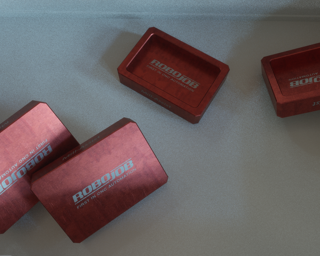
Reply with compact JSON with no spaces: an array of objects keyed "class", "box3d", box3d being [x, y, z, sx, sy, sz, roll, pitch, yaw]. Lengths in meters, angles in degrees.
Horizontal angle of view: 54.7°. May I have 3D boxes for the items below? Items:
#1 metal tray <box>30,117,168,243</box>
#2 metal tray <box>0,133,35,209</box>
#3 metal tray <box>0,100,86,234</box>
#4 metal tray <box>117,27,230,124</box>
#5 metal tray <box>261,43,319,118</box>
[{"class":"metal tray","box3d":[-0.067,0.059,0.359,0.131,0.030,0.090,-33,110,-12]},{"class":"metal tray","box3d":[-0.215,0.034,0.352,0.090,0.030,0.130,-43,113,-15]},{"class":"metal tray","box3d":[-0.160,0.041,0.351,0.131,0.090,0.030,-45,31,-23]},{"class":"metal tray","box3d":[0.018,-0.075,0.434,0.130,0.030,0.090,30,73,10]},{"class":"metal tray","box3d":[0.208,-0.069,0.401,0.130,0.030,0.090,-13,50,12]}]
